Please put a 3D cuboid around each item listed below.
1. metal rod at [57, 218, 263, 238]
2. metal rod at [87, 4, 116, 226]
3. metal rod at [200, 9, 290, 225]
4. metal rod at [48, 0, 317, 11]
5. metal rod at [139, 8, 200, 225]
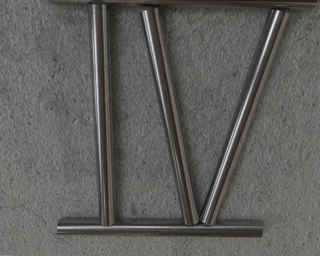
[{"bbox_3d":[0.001,0.151,0.466,0.302,0.025,0.025,1,110,-1],"label":"metal rod"},{"bbox_3d":[-0.074,-0.003,0.408,0.025,0.025,0.298,1,110,-1],"label":"metal rod"},{"bbox_3d":[0.105,0.000,0.412,0.025,0.025,0.298,12,109,-5],"label":"metal rod"},{"bbox_3d":[0.026,-0.152,0.355,0.302,0.025,0.025,1,110,-1],"label":"metal rod"},{"bbox_3d":[0.017,0.000,0.410,0.025,0.025,0.298,-11,110,3],"label":"metal rod"}]
